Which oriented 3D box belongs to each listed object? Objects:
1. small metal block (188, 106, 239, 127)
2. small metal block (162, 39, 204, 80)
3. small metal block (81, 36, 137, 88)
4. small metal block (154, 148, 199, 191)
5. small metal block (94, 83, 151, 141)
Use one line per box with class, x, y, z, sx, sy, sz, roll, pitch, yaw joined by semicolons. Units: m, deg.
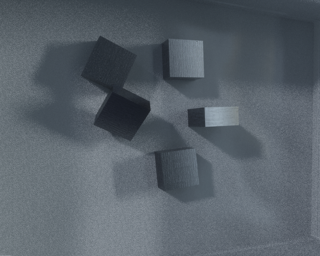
small metal block;0.072;-0.015;0.425;0.050;0.050;0.025;-3;91;-20
small metal block;0.031;-0.093;0.423;0.050;0.025;0.050;-2;91;-20
small metal block;-0.064;-0.078;0.387;0.050;0.025;0.050;25;82;-19
small metal block;0.023;0.054;0.420;0.050;0.025;0.050;-6;92;-20
small metal block;-0.046;-0.019;0.382;0.050;0.025;0.050;26;115;-19
